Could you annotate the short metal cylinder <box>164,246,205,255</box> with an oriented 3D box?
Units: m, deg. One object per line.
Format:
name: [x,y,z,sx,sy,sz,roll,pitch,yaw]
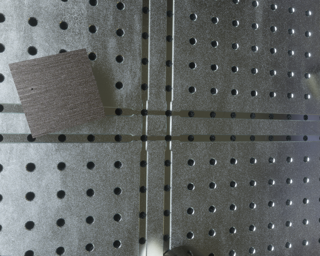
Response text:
short metal cylinder: [0.039,0.206,0.414,0.081,0.050,0.080,0,90,-20]

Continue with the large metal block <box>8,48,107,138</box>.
large metal block: [-0.116,-0.039,0.356,0.081,0.050,0.080,-18,96,-19]
